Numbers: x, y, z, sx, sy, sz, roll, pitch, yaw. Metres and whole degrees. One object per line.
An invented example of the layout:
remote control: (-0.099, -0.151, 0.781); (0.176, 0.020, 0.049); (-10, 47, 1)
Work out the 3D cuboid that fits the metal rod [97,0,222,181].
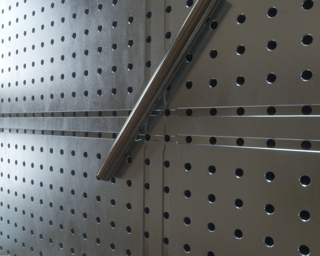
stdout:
metal rod: (-0.012, -0.042, 0.417); (0.025, 0.025, 0.298); (47, 118, 29)
